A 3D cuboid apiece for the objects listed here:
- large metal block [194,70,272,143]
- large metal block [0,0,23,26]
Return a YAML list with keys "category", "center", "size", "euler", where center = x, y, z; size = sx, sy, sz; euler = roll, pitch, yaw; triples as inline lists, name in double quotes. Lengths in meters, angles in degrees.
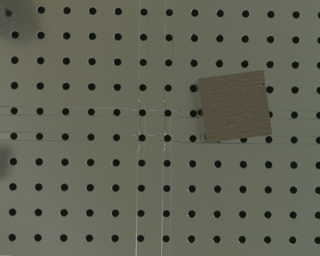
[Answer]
- category: "large metal block"
  center: [0.092, -0.026, 0.402]
  size: [0.081, 0.050, 0.080]
  euler: [-8, 90, -1]
- category: "large metal block"
  center: [-0.223, -0.178, 0.383]
  size: [0.050, 0.080, 0.080]
  euler: [-16, 90, 0]
